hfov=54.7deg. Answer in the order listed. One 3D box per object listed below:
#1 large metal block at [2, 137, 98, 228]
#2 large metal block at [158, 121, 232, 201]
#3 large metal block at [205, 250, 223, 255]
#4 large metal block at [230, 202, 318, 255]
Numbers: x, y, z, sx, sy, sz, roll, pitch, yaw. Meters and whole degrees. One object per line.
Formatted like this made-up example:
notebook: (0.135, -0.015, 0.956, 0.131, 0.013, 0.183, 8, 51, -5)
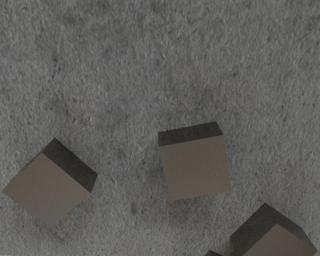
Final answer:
large metal block: (-0.147, 0.074, 0.422, 0.080, 0.050, 0.080, -41, 105, 13)
large metal block: (0.045, 0.044, 0.413, 0.080, 0.050, 0.079, -11, 110, 3)
large metal block: (0.095, 0.255, 0.492, 0.080, 0.050, 0.080, 27, 108, -10)
large metal block: (0.167, 0.173, 0.463, 0.080, 0.050, 0.080, 35, 106, -13)
